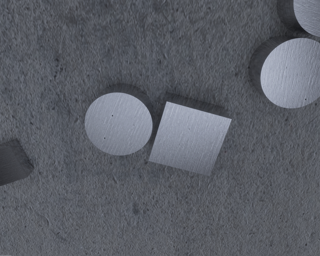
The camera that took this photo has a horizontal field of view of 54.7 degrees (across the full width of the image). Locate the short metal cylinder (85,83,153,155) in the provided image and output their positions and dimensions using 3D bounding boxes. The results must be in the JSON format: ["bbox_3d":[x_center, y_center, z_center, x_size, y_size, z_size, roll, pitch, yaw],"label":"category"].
[{"bbox_3d":[-0.049,-0.012,0.391,0.081,0.050,0.079,0,110,0],"label":"short metal cylinder"}]

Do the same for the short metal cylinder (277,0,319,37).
[{"bbox_3d":[0.179,-0.144,0.345,0.081,0.050,0.079,0,110,0],"label":"short metal cylinder"}]

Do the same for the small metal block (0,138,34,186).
[{"bbox_3d":[-0.212,0.048,0.426,0.050,0.025,0.050,-19,109,6],"label":"small metal block"}]

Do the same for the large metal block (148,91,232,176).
[{"bbox_3d":[0.035,0.007,0.399,0.080,0.050,0.079,15,109,-6],"label":"large metal block"}]

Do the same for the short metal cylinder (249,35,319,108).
[{"bbox_3d":[0.154,-0.069,0.372,0.081,0.050,0.079,0,110,0],"label":"short metal cylinder"}]
